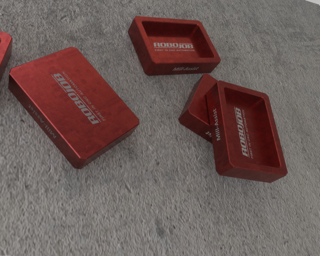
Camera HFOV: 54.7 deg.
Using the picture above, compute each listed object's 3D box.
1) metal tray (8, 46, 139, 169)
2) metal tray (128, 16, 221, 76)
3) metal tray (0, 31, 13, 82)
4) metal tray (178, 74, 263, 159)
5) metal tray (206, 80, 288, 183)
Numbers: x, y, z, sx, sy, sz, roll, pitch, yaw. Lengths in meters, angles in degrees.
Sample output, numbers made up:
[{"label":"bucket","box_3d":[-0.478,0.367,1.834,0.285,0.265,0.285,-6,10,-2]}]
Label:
[{"label":"metal tray","box_3d":[-0.099,-0.028,0.364,0.130,0.030,0.091,49,51,6]},{"label":"metal tray","box_3d":[0.024,-0.130,0.492,0.131,0.030,0.090,-9,66,-32]},{"label":"metal tray","box_3d":[-0.235,-0.078,0.321,0.131,0.030,0.090,15,56,-20]},{"label":"metal tray","box_3d":[0.101,-0.013,0.462,0.130,0.030,0.090,32,51,-7]},{"label":"metal tray","box_3d":[0.115,0.004,0.420,0.091,0.030,0.130,12,57,-22]}]
